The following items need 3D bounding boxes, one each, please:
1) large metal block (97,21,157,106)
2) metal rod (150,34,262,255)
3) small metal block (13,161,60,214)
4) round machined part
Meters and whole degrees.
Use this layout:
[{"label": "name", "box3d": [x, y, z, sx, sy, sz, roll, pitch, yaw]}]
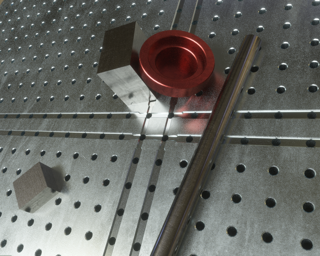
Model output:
[{"label": "large metal block", "box3d": [-0.042, -0.091, 0.449, 0.050, 0.080, 0.080, -10, 57, 23]}, {"label": "metal rod", "box3d": [0.062, 0.012, 0.367, 0.025, 0.025, 0.300, 14, 68, 33]}, {"label": "small metal block", "box3d": [-0.180, 0.086, 0.447, 0.050, 0.025, 0.050, -38, 51, 2]}, {"label": "round machined part", "box3d": [0.021, -0.082, 0.418, 0.099, 0.042, 0.098, 3, 62, -5]}]
